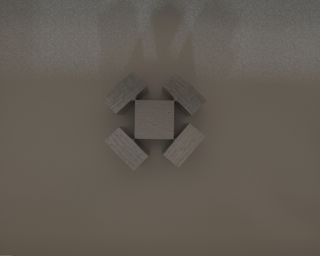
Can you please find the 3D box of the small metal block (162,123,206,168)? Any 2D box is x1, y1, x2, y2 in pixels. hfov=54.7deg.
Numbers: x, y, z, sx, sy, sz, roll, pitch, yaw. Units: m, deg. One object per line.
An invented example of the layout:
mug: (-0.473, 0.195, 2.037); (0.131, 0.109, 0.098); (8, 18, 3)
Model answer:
small metal block: (0.029, 0.021, 0.397); (0.025, 0.050, 0.050); (40, 89, -1)

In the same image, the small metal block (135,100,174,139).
small metal block: (-0.007, -0.011, 0.409); (0.050, 0.025, 0.050); (1, 90, 0)

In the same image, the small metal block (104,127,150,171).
small metal block: (-0.040, 0.025, 0.397); (0.025, 0.050, 0.050); (-45, 90, 1)

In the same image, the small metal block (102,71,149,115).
small metal block: (-0.042, -0.043, 0.396); (0.050, 0.050, 0.025); (-42, 90, 1)

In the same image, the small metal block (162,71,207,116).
small metal block: (0.029, -0.042, 0.397); (0.025, 0.050, 0.050); (-45, 91, -1)
